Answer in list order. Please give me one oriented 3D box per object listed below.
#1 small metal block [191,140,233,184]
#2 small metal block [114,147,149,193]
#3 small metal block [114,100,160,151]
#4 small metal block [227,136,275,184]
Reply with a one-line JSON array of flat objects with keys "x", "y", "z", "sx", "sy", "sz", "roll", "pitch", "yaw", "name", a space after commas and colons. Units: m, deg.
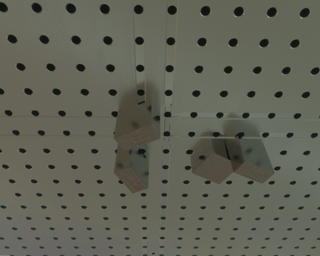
[{"x": 0.082, "y": 0.052, "z": 0.457, "sx": 0.050, "sy": 0.025, "sz": 0.050, "roll": 25, "pitch": 126, "yaw": -20, "name": "small metal block"}, {"x": -0.039, "y": 0.056, "z": 0.443, "sx": 0.025, "sy": 0.050, "sz": 0.050, "roll": -21, "pitch": 127, "yaw": 17, "name": "small metal block"}, {"x": -0.028, "y": -0.004, "z": 0.392, "sx": 0.050, "sy": 0.050, "sz": 0.025, "roll": -20, "pitch": 128, "yaw": 15, "name": "small metal block"}, {"x": 0.127, "y": 0.044, "z": 0.435, "sx": 0.050, "sy": 0.050, "sz": 0.025, "roll": 22, "pitch": 126, "yaw": -19, "name": "small metal block"}]
